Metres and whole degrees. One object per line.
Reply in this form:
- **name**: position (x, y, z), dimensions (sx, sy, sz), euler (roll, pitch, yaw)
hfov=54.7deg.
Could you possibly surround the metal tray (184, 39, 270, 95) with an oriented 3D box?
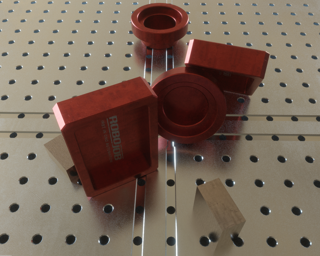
- **metal tray**: position (0.086, -0.075, 0.409), dimensions (0.090, 0.130, 0.030), euler (13, 90, 11)

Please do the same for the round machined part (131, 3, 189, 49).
- **round machined part**: position (0.000, -0.176, 0.544), dimensions (0.099, 0.042, 0.098), euler (0, 50, 0)

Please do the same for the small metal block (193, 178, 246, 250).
- **small metal block**: position (0.059, 0.088, 0.318), dimensions (0.025, 0.050, 0.050), euler (-18, 53, -15)

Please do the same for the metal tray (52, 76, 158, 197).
- **metal tray**: position (-0.049, 0.015, 0.326), dimensions (0.091, 0.129, 0.030), euler (-21, 53, -17)

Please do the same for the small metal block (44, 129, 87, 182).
- **small metal block**: position (-0.105, 0.029, 0.382), dimensions (0.050, 0.025, 0.050), euler (-36, 59, -26)

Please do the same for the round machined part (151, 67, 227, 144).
- **round machined part**: position (0.033, -0.031, 0.390), dimensions (0.099, 0.097, 0.042), euler (5, 32, 4)
